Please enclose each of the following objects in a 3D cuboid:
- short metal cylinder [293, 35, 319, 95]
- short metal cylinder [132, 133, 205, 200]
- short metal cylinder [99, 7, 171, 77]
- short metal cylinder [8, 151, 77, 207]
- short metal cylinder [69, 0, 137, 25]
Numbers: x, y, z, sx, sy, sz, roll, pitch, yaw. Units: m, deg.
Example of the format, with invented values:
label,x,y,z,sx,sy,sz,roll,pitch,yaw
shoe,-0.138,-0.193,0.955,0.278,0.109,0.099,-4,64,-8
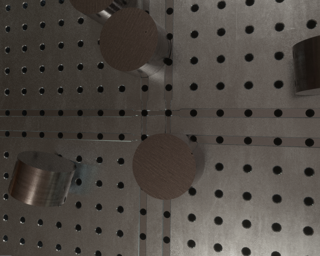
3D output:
label,x,y,z,sx,sy,sz,roll,pitch,yaw
short metal cylinder,0.182,-0.064,0.320,0.080,0.080,0.050,-3,89,19
short metal cylinder,0.012,0.046,0.394,0.080,0.050,0.079,0,90,19
short metal cylinder,-0.032,-0.111,0.410,0.080,0.050,0.079,0,90,19
short metal cylinder,-0.166,0.070,0.440,0.080,0.080,0.050,20,97,18
short metal cylinder,-0.079,-0.188,0.426,0.080,0.050,0.079,0,90,19
